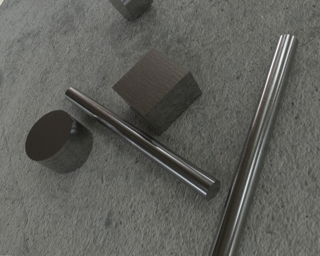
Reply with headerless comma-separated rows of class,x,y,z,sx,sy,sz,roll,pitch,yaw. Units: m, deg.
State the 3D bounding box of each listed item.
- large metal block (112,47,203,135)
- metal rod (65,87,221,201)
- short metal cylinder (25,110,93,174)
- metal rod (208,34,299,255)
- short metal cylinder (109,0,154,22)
large metal block,-0.004,-0.051,0.422,0.080,0.050,0.080,-45,51,-3
metal rod,-0.045,0.006,0.423,0.300,0.025,0.025,31,79,37
short metal cylinder,-0.146,0.021,0.452,0.080,0.050,0.080,-13,56,21
metal rod,0.103,0.022,0.336,0.025,0.025,0.300,10,67,32
short metal cylinder,-0.057,-0.235,0.543,0.050,0.080,0.080,-44,51,-2
